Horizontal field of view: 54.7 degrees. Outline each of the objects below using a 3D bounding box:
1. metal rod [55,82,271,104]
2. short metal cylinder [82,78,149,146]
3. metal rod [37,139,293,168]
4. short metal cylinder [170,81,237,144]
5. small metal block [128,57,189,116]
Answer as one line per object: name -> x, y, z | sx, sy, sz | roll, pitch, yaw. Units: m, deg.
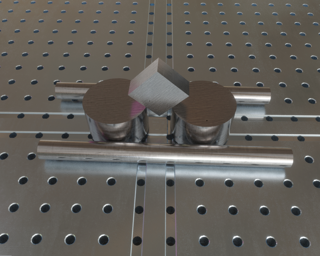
metal rod -> 0.004, -0.050, 0.445 | 0.302, 0.025, 0.025 | 2, 50, 1
short metal cylinder -> -0.055, -0.019, 0.403 | 0.081, 0.050, 0.080 | 0, 50, 0
metal rod -> 0.005, 0.031, 0.377 | 0.302, 0.025, 0.025 | 2, 50, 1
short metal cylinder -> 0.054, -0.016, 0.401 | 0.081, 0.050, 0.080 | 0, 50, 0
small metal block -> -0.001, -0.047, 0.366 | 0.050, 0.050, 0.025 | 33, 42, -30
